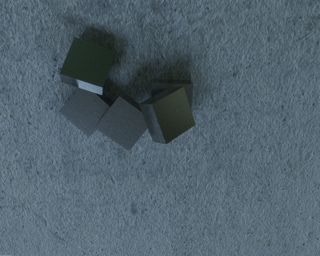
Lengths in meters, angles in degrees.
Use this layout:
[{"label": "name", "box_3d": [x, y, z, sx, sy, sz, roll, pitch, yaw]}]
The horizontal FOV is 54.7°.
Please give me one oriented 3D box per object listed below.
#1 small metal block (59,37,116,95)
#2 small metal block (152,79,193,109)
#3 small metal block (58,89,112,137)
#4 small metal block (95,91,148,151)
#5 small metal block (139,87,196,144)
[{"label": "small metal block", "box_3d": [-0.085, -0.073, 0.370, 0.050, 0.025, 0.050, 18, 72, -7]}, {"label": "small metal block", "box_3d": [0.015, -0.035, 0.398, 0.050, 0.025, 0.050, 2, 110, -1]}, {"label": "small metal block", "box_3d": [-0.092, -0.025, 0.400, 0.050, 0.025, 0.050, -43, 105, 14]}, {"label": "small metal block", "box_3d": [-0.043, -0.008, 0.379, 0.050, 0.025, 0.050, 36, 106, -13]}, {"label": "small metal block", "box_3d": [0.010, -0.016, 0.365, 0.050, 0.025, 0.050, -32, 113, -31]}]
